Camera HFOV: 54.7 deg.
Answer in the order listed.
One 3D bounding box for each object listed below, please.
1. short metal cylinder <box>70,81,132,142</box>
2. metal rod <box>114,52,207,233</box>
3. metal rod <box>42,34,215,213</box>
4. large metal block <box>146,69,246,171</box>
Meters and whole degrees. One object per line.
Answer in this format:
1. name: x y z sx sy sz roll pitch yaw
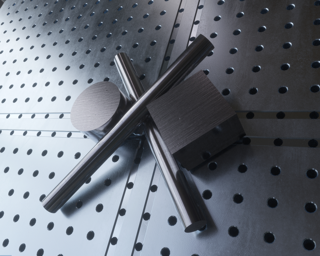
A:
1. short metal cylinder: -0.078 -0.019 0.440 0.080 0.050 0.080 -13 56 21
2. metal rod: -0.013 -0.005 0.412 0.025 0.025 0.300 -31 52 8
3. metal rod: -0.045 -0.001 0.401 0.300 0.025 0.025 -46 51 7
4. large metal block: 0.042 -0.009 0.370 0.080 0.050 0.080 -33 52 6
